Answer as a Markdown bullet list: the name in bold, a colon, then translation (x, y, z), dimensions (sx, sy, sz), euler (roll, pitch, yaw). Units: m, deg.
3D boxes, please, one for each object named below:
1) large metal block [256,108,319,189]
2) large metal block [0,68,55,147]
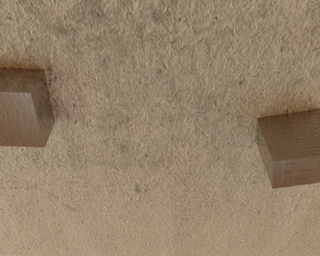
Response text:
- **large metal block**: translation (0.174, 0.025, 0.394), dimensions (0.080, 0.080, 0.050), euler (-9, 130, 7)
- **large metal block**: translation (-0.178, -0.024, 0.368), dimensions (0.081, 0.050, 0.079), euler (2, 130, -2)
